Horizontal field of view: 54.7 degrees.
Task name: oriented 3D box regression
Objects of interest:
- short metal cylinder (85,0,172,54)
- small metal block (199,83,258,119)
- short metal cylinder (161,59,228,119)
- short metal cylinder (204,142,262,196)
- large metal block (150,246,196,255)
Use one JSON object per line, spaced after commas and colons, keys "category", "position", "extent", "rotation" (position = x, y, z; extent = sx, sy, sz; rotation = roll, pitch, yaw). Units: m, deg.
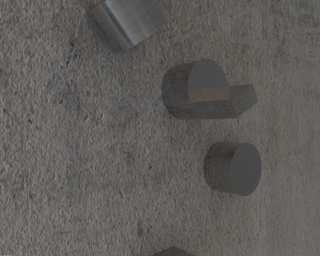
{"category": "short metal cylinder", "position": [-0.034, -0.126, 0.340], "extent": [0.080, 0.080, 0.050], "rotation": [-50, 120, -28]}
{"category": "small metal block", "position": [0.088, -0.034, 0.397], "extent": [0.050, 0.050, 0.025], "rotation": [-33, 111, -35]}
{"category": "short metal cylinder", "position": [0.049, -0.052, 0.429], "extent": [0.081, 0.050, 0.079], "rotation": [0, 90, -40]}
{"category": "short metal cylinder", "position": [0.114, 0.062, 0.484], "extent": [0.081, 0.050, 0.079], "rotation": [0, 90, -40]}
{"category": "large metal block", "position": [0.006, 0.209, 0.394], "extent": [0.081, 0.050, 0.079], "rotation": [-4, 93, -40]}
